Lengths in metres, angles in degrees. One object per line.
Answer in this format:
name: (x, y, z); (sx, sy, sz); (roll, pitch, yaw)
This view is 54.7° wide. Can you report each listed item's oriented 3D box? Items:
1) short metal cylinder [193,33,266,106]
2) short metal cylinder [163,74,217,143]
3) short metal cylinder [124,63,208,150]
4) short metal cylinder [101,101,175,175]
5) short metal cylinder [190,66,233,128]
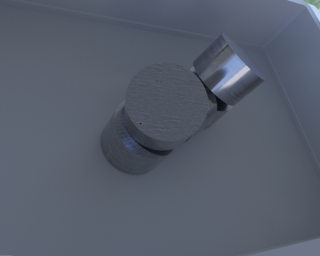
short metal cylinder: (0.089, -0.075, 0.400); (0.080, 0.050, 0.080); (35, 29, -23)
short metal cylinder: (0.026, -0.026, 0.400); (0.050, 0.080, 0.080); (-34, 81, -38)
short metal cylinder: (0.004, -0.020, 0.321); (0.081, 0.050, 0.080); (2, 75, -8)
short metal cylinder: (-0.024, 0.009, 0.370); (0.081, 0.050, 0.080); (14, 56, -21)
short metal cylinder: (0.063, -0.046, 0.451); (0.081, 0.050, 0.080); (14, 56, -21)
